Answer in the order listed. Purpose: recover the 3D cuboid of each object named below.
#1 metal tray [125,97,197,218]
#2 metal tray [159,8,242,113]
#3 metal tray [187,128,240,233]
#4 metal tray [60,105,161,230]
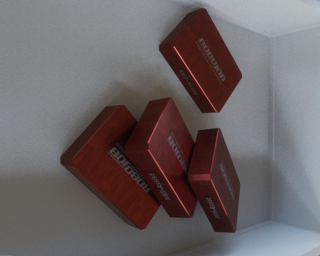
[{"bbox_3d":[0.014,0.039,0.387,0.130,0.030,0.090,61,36,-32],"label":"metal tray"},{"bbox_3d":[0.065,-0.097,0.460,0.130,0.030,0.090,52,60,-28],"label":"metal tray"},{"bbox_3d":[0.081,0.075,0.437,0.130,0.030,0.090,62,32,-36],"label":"metal tray"},{"bbox_3d":[-0.041,0.048,0.371,0.130,0.030,0.090,52,60,-28],"label":"metal tray"}]
